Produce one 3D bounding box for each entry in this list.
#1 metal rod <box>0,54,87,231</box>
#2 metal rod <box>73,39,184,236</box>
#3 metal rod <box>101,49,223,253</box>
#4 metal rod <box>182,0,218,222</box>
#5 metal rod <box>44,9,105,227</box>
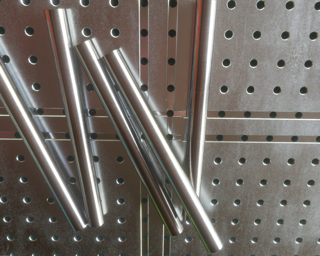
[{"bbox_3d":[-0.170,0.015,0.417,0.025,0.025,0.299,-19,109,7],"label":"metal rod"},{"bbox_3d":[-0.035,0.026,0.422,0.025,0.025,0.299,-22,109,8],"label":"metal rod"},{"bbox_3d":[0.008,0.038,0.408,0.025,0.025,0.299,-26,101,9],"label":"metal rod"},{"bbox_3d":[0.049,-0.008,0.410,0.025,0.025,0.298,2,110,-1],"label":"metal rod"},{"bbox_3d":[-0.109,0.001,0.412,0.025,0.025,0.298,-5,110,2],"label":"metal rod"}]
